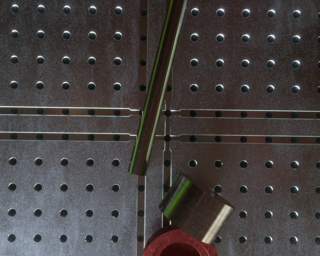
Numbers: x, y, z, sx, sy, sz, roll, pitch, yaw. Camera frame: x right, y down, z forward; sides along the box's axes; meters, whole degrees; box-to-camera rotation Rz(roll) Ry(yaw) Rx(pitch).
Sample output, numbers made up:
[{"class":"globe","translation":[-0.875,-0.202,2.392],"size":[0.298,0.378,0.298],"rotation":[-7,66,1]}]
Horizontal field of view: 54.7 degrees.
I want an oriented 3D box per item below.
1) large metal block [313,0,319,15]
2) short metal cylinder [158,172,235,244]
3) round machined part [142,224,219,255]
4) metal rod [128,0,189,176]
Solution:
[{"class":"large metal block","translation":[0.248,-0.193,0.389],"size":[0.080,0.080,0.050],"rotation":[-26,90,0]},{"class":"short metal cylinder","translation":[0.046,0.098,0.387],"size":[0.080,0.080,0.050],"rotation":[32,90,-1]},{"class":"round machined part","translation":[0.026,0.172,0.404],"size":[0.099,0.042,0.097],"rotation":[0,92,0]},{"class":"metal rod","translation":[0.004,-0.084,0.413],"size":[0.025,0.025,0.298],"rotation":[14,90,-1]}]
